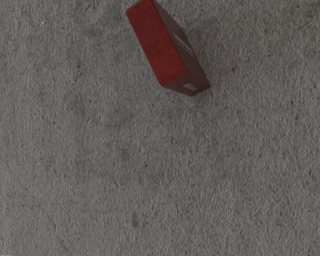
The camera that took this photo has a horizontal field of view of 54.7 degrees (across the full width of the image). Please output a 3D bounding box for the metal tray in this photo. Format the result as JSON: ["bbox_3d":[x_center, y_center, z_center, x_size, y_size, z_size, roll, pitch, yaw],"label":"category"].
[{"bbox_3d":[0.017,-0.087,0.361,0.030,0.130,0.090,-28,81,18],"label":"metal tray"}]
